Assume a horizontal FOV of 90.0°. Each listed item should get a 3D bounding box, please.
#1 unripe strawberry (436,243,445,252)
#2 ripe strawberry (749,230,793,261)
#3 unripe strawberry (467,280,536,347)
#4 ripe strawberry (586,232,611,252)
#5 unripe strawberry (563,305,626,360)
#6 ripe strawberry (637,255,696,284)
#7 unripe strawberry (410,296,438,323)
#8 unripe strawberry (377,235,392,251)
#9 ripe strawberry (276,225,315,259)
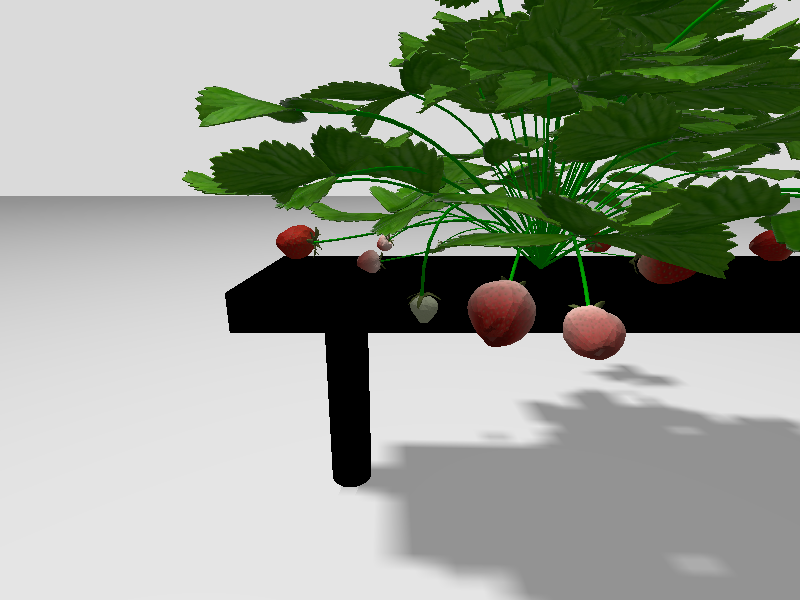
[{"bbox_3d":[0.044,-0.057,0.440,0.011,0.010,0.011,-14,-31,-40],"label":"unripe strawberry"},{"bbox_3d":[0.363,-0.055,0.392,0.035,0.034,0.032,0,16,12],"label":"ripe strawberry"},{"bbox_3d":[0.045,0.008,0.182,0.030,0.032,0.033,7,33,23],"label":"unripe strawberry"},{"bbox_3d":[0.216,-0.063,0.434,0.026,0.022,0.026,-14,21,-41],"label":"ripe strawberry"},{"bbox_3d":[0.082,0.015,0.169,0.025,0.021,0.025,4,32,12],"label":"unripe strawberry"},{"bbox_3d":[0.208,-0.033,0.306,0.043,0.043,0.040,10,19,28],"label":"ripe strawberry"},{"bbox_3d":[0.013,0.005,0.218,0.015,0.015,0.013,12,20,37],"label":"unripe strawberry"},{"bbox_3d":[-0.017,-0.063,0.443,0.017,0.018,0.016,-24,0,36],"label":"unripe strawberry"},{"bbox_3d":[-0.103,-0.057,0.395,0.038,0.033,0.038,3,16,11],"label":"ripe strawberry"}]
